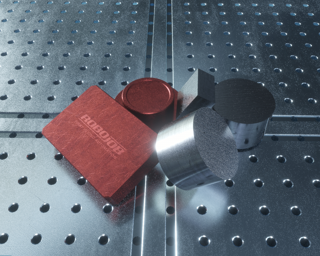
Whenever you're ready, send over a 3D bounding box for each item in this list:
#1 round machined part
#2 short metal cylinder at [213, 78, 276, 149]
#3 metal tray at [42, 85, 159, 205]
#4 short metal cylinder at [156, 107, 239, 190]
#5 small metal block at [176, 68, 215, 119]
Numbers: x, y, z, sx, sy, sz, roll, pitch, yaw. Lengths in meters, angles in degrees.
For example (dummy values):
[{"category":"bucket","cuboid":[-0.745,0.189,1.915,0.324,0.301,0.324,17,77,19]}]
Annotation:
[{"category":"round machined part","cuboid":[-0.015,-0.031,0.417,0.099,0.042,0.098,0,50,0]},{"category":"short metal cylinder","cuboid":[0.102,-0.019,0.404,0.081,0.050,0.080,0,50,0]},{"category":"metal tray","cuboid":[-0.067,0.015,0.371,0.130,0.030,0.090,38,74,27]},{"category":"short metal cylinder","cuboid":[0.042,0.023,0.339,0.050,0.080,0.080,-26,38,37]},{"category":"small metal block","cuboid":[0.045,-0.039,0.395,0.025,0.050,0.050,23,47,-18]}]
